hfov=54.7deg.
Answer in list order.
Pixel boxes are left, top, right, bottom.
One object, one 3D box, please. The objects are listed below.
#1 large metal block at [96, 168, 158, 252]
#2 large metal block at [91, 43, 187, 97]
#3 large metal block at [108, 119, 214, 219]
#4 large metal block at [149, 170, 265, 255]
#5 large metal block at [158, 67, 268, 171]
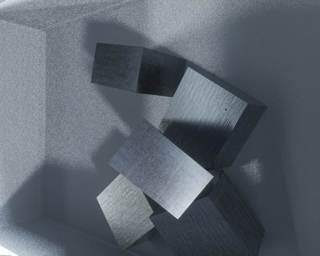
[{"bbox_3d":[-0.028,0.103,0.412,0.080,0.050,0.080,-46,63,30],"label":"large metal block"},{"bbox_3d":[-0.026,-0.072,0.391,0.080,0.081,0.050,17,101,38],"label":"large metal block"},{"bbox_3d":[-0.001,0.035,0.314,0.080,0.080,0.050,40,90,-4],"label":"large metal block"},{"bbox_3d":[0.050,0.102,0.330,0.080,0.050,0.080,-31,95,35],"label":"large metal block"},{"bbox_3d":[0.056,-0.011,0.343,0.080,0.050,0.079,40,114,32],"label":"large metal block"}]
